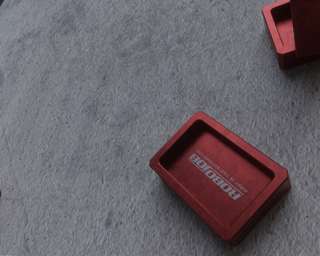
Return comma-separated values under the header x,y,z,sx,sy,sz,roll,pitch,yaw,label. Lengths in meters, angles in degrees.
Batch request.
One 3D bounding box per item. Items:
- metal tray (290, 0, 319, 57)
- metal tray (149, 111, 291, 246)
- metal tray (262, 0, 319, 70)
x,y,z,sx,sy,sz,roll,pitch,yaw,label
0.157,-0.154,0.334,0.030,0.090,0.130,-5,60,26,metal tray
0.060,0.049,0.338,0.090,0.030,0.130,-46,51,-4,metal tray
0.201,-0.131,0.375,0.130,0.030,0.090,-16,55,19,metal tray
